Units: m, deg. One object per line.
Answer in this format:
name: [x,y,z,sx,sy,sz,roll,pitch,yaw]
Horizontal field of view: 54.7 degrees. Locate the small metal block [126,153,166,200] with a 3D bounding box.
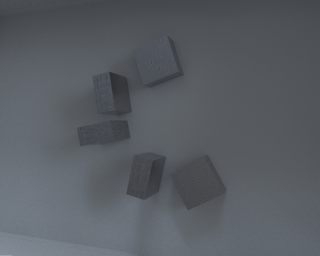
small metal block: [-0.017,0.061,0.402,0.025,0.050,0.050,14,95,19]

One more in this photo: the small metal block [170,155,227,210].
small metal block: [0.048,0.069,0.393,0.050,0.025,0.050,-30,81,17]

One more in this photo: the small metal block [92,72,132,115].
small metal block: [-0.064,-0.045,0.419,0.025,0.050,0.050,-10,87,19]

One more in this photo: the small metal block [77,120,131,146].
small metal block: [-0.076,0.007,0.423,0.050,0.050,0.025,-12,86,19]

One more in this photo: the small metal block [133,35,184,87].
small metal block: [-0.002,-0.087,0.410,0.050,0.025,0.050,-19,84,18]
